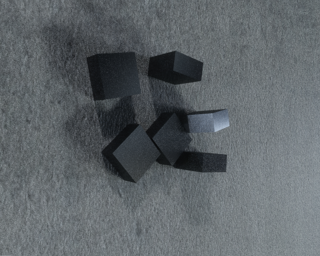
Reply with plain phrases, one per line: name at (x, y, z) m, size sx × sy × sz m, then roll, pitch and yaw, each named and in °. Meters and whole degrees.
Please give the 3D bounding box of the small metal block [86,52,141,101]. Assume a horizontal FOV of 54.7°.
small metal block at (-0.053, -0.060, 0.362) m, size 0.050 × 0.025 × 0.050 m, roll -15°, pitch 100°, yaw -39°

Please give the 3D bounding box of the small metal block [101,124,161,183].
small metal block at (-0.034, 0.030, 0.378) m, size 0.050 × 0.025 × 0.050 m, roll -49°, pitch 119°, yaw -29°

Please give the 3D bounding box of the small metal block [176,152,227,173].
small metal block at (0.059, 0.048, 0.440) m, size 0.050 × 0.050 × 0.025 m, roll 6°, pitch 86°, yaw -40°

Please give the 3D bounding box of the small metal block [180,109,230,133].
small metal block at (0.064, -0.010, 0.437) m, size 0.050 × 0.050 × 0.025 m, roll -16°, pitch 101°, yaw -54°

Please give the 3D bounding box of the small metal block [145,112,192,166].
small metal block at (0.010, 0.014, 0.415) m, size 0.050 × 0.025 × 0.050 m, roll -50°, pitch 120°, yaw -28°

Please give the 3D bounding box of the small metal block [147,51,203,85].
small metal block at (0.020, -0.077, 0.407) m, size 0.050 × 0.050 × 0.025 m, roll 12°, pitch 83°, yaw -40°
